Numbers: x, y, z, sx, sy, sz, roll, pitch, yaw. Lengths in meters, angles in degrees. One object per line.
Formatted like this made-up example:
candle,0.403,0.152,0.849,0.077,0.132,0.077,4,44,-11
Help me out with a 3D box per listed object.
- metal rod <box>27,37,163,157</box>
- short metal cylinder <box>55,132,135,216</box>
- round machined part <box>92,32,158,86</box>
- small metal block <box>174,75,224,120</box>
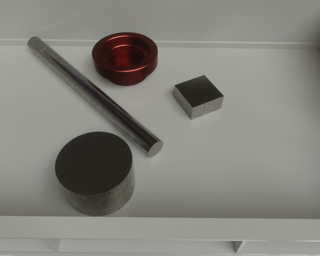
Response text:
metal rod,-0.108,-0.058,0.452,0.025,0.025,0.300,-36,59,-26
short metal cylinder,-0.070,0.050,0.346,0.081,0.050,0.080,0,50,0
round machined part,-0.053,-0.103,0.480,0.099,0.042,0.098,0,50,0
small metal block,0.054,-0.045,0.443,0.050,0.025,0.050,-21,53,-17
